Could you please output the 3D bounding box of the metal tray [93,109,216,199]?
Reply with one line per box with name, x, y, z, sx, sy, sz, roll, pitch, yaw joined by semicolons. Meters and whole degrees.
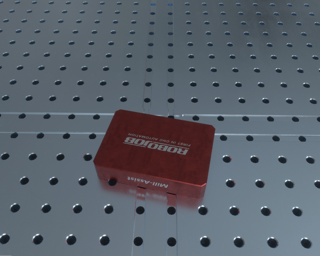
metal tray;-0.004;0.028;0.381;0.130;0.030;0.090;10;51;8
